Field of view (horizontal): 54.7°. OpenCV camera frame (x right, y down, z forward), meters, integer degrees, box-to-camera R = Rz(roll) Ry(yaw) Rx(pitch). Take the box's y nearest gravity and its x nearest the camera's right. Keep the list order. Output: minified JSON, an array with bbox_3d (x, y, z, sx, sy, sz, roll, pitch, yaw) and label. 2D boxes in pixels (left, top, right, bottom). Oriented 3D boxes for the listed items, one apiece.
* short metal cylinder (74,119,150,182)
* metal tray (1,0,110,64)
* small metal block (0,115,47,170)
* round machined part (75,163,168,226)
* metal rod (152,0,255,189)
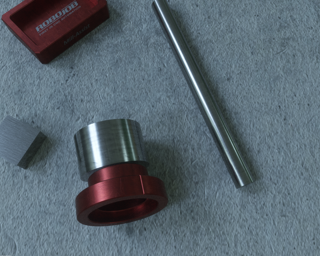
[{"bbox_3d":[-0.057,0.028,0.368,0.081,0.080,0.050,-13,71,-5],"label":"short metal cylinder"},{"bbox_3d":[-0.154,-0.168,0.465,0.130,0.030,0.090,-42,76,-14],"label":"metal tray"},{"bbox_3d":[-0.186,0.018,0.400,0.050,0.025,0.050,25,72,9],"label":"small metal block"},{"bbox_3d":[-0.043,0.072,0.344,0.099,0.098,0.042,-12,60,-5],"label":"round machined part"},{"bbox_3d":[0.052,-0.061,0.430,0.025,0.025,0.299,-20,71,-7],"label":"metal rod"}]
